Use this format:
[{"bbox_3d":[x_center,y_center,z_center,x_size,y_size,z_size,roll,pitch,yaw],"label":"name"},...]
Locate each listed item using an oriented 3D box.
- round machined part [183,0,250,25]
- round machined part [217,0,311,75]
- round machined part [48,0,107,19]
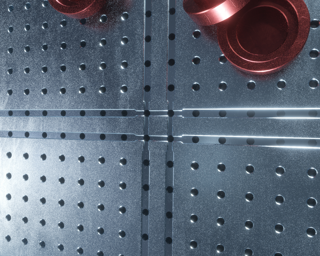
[{"bbox_3d":[0.065,-0.170,0.354,0.098,0.042,0.098,-27,44,30],"label":"round machined part"},{"bbox_3d":[0.119,-0.111,0.362,0.098,0.042,0.097,0,90,20],"label":"round machined part"},{"bbox_3d":[-0.111,-0.205,0.444,0.098,0.042,0.097,0,90,20],"label":"round machined part"}]
